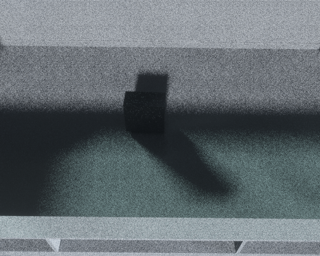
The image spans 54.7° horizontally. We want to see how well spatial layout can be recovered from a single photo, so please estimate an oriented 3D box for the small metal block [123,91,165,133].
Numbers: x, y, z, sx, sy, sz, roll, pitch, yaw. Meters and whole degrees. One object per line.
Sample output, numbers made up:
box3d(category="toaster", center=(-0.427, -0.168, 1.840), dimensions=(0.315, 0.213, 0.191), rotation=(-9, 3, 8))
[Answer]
box3d(category="small metal block", center=(-0.019, -0.020, 0.401), dimensions=(0.050, 0.050, 0.025), rotation=(2, 50, 2))
